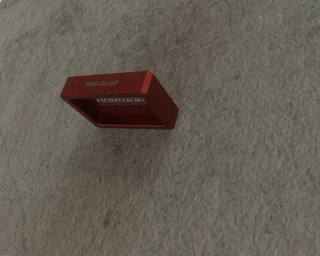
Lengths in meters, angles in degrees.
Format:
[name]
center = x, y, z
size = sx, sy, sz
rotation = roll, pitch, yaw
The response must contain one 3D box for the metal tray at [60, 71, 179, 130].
[metal tray]
center = -0.052, -0.033, 0.407
size = 0.130, 0.090, 0.030
rotation = 1, 63, 28
